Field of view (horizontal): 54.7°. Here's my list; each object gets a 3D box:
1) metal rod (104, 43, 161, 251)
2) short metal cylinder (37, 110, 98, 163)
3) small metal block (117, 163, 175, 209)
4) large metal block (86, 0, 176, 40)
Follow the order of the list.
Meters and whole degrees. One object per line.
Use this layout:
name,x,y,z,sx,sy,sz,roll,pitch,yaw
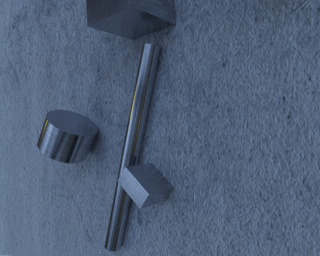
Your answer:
metal rod,-0.041,0.033,0.438,0.025,0.025,0.298,19,102,38
short metal cylinder,-0.145,0.012,0.489,0.080,0.081,0.050,39,114,33
small metal block,-0.018,0.074,0.404,0.050,0.050,0.025,44,117,31
large metal block,-0.037,-0.157,0.400,0.080,0.081,0.050,-5,87,40
